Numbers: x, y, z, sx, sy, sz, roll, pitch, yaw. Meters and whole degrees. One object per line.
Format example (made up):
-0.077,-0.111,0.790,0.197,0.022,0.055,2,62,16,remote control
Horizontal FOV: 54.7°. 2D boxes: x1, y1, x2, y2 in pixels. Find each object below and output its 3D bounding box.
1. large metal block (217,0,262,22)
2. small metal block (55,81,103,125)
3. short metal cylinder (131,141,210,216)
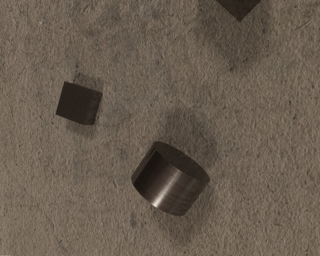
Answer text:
0.078,-0.178,0.352,0.050,0.080,0.080,-45,77,14,large metal block
-0.117,-0.035,0.449,0.050,0.025,0.050,19,96,18,small metal block
0.013,0.060,0.375,0.080,0.080,0.050,37,102,16,short metal cylinder
